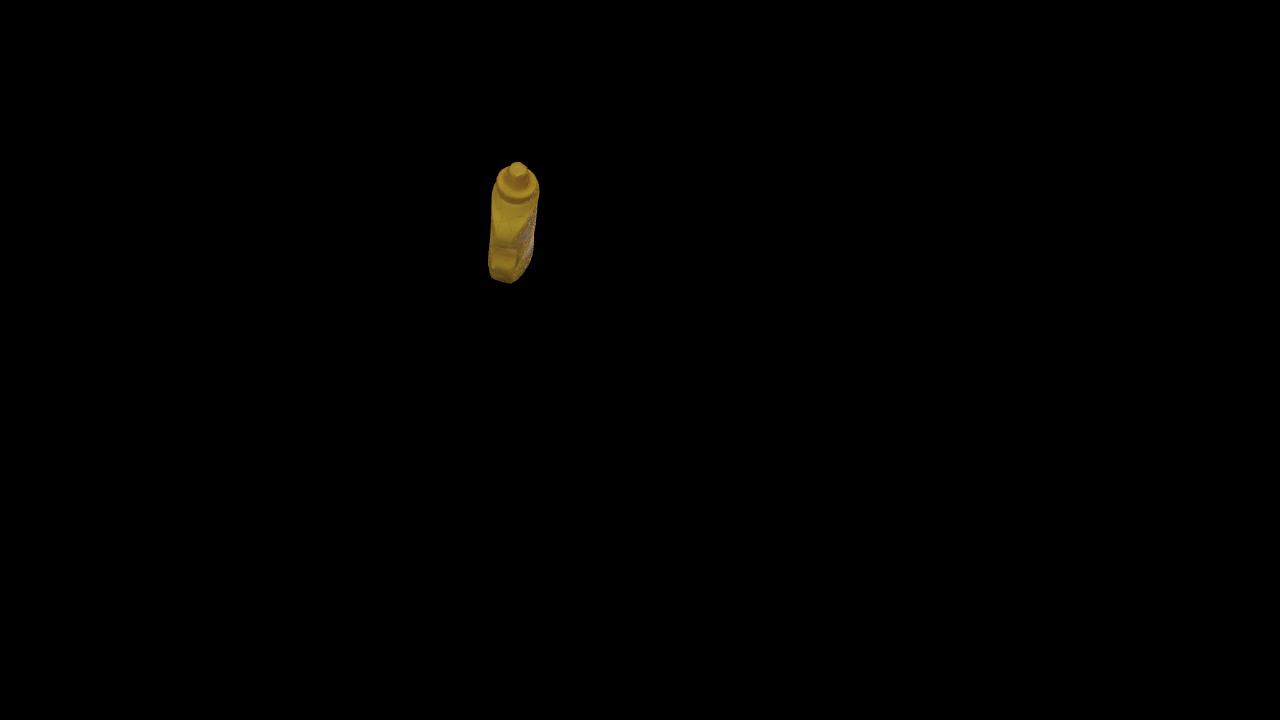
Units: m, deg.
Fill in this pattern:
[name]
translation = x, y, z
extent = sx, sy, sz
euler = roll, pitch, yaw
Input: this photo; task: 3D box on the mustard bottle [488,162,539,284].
[mustard bottle]
translation = -0.145, -0.166, 0.711
extent = 0.054, 0.092, 0.184
euler = 21, -22, -7
